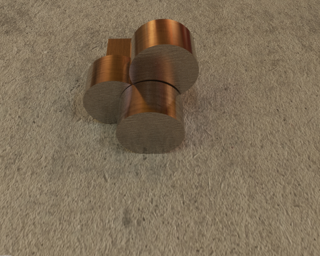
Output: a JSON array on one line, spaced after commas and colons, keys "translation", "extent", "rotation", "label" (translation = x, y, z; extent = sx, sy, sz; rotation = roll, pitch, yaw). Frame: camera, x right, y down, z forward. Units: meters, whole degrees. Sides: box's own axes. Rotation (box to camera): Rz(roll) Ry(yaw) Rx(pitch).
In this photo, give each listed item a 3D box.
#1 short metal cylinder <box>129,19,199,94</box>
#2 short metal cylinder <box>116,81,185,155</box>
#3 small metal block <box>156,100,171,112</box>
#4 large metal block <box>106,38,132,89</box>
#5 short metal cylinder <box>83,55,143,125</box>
[{"translation": [0.004, -0.082, 0.374], "extent": [0.081, 0.080, 0.050], "rotation": [-2, 50, -2], "label": "short metal cylinder"}, {"translation": [-0.011, -0.011, 0.379], "extent": [0.081, 0.080, 0.050], "rotation": [0, 50, 0], "label": "short metal cylinder"}, {"translation": [0.008, -0.039, 0.424], "extent": [0.025, 0.050, 0.050], "rotation": [1, 50, 1], "label": "small metal block"}, {"translation": [-0.037, -0.090, 0.465], "extent": [0.081, 0.050, 0.080], "rotation": [-1, 50, -1], "label": "large metal block"}, {"translation": [-0.058, -0.049, 0.411], "extent": [0.081, 0.080, 0.050], "rotation": [-2, 50, -2], "label": "short metal cylinder"}]
